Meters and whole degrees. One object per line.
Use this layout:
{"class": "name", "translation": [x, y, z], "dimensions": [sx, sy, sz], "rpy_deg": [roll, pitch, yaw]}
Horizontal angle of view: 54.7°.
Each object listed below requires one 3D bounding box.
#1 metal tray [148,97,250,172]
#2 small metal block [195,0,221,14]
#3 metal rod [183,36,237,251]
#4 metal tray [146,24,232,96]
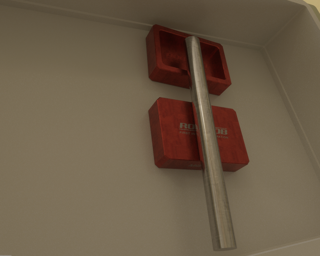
{"class": "metal tray", "translation": [0.053, 0.011, 0.427], "dimensions": [0.131, 0.030, 0.090], "rpy_deg": [7, 59, -25]}
{"class": "small metal block", "translation": [0.095, -0.261, 0.605], "dimensions": [0.025, 0.050, 0.050], "rpy_deg": [-4, 64, -30]}
{"class": "metal rod", "translation": [0.058, -0.002, 0.400], "dimensions": [0.025, 0.025, 0.299], "rpy_deg": [10, 58, -24]}
{"class": "metal tray", "translation": [0.045, -0.107, 0.493], "dimensions": [0.131, 0.030, 0.090], "rpy_deg": [9, 58, -24]}
